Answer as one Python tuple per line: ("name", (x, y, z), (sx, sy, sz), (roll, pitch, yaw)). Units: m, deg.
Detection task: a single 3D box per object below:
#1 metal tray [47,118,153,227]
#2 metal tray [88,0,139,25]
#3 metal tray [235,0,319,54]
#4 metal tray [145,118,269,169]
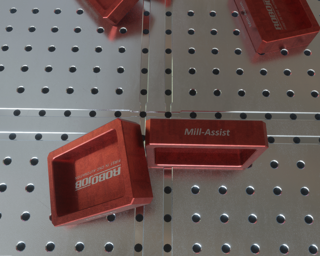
("metal tray", (-0.073, 0.054, 0.349), (0.130, 0.030, 0.090), (-24, 67, 32))
("metal tray", (-0.083, -0.235, 0.474), (0.090, 0.030, 0.130), (-43, 74, 13))
("metal tray", (0.175, -0.184, 0.478), (0.091, 0.030, 0.130), (-13, 71, -5))
("metal tray", (0.050, 0.021, 0.369), (0.131, 0.090, 0.030), (1, 68, 0))
